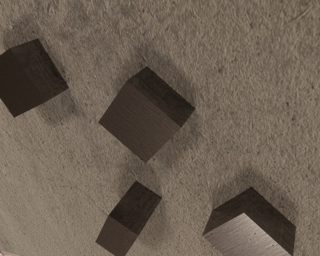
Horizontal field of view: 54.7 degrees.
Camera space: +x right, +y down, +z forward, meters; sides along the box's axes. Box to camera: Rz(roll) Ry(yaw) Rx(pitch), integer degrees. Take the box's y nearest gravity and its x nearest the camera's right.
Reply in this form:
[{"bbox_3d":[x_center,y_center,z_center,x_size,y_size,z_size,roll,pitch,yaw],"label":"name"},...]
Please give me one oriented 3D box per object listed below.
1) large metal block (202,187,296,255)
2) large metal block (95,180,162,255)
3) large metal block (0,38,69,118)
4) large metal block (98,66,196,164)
[{"bbox_3d":[0.118,0.138,0.413,0.080,0.050,0.080,42,129,-2],"label":"large metal block"},{"bbox_3d":[-0.048,0.143,0.484,0.050,0.080,0.079,33,128,7],"label":"large metal block"},{"bbox_3d":[-0.194,-0.070,0.447,0.080,0.050,0.080,-17,110,34],"label":"large metal block"},{"bbox_3d":[-0.017,-0.016,0.389,0.080,0.050,0.080,42,129,-1],"label":"large metal block"}]
